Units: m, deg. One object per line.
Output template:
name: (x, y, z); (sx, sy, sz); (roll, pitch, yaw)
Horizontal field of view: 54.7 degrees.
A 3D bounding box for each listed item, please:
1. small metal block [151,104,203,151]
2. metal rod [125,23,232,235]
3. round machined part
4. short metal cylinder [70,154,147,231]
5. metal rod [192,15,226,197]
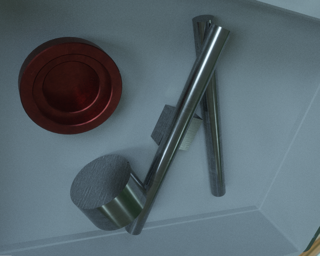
small metal block: (0.023, 0.000, 0.423); (0.050, 0.025, 0.050); (12, 112, -34)
metal rod: (0.015, 0.017, 0.396); (0.025, 0.025, 0.298); (9, 115, -33)
round machined part: (-0.092, -0.045, 0.320); (0.099, 0.042, 0.097); (-14, 125, -21)
short metal cylinder: (-0.063, 0.080, 0.389); (0.080, 0.080, 0.050); (-32, 129, -8)
metal rod: (0.075, -0.009, 0.446); (0.025, 0.025, 0.298); (-23, 127, -15)
